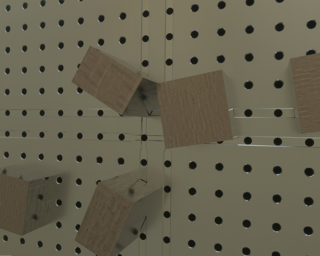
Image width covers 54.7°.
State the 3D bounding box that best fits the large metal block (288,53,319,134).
[{"bbox_3d":[0.188,-0.039,0.333,0.080,0.050,0.080,-8,87,19],"label":"large metal block"}]

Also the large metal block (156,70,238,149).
[{"bbox_3d":[0.047,-0.020,0.382,0.080,0.050,0.080,-9,87,19],"label":"large metal block"}]

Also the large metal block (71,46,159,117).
[{"bbox_3d":[-0.050,-0.057,0.400,0.080,0.080,0.050,33,101,16],"label":"large metal block"}]

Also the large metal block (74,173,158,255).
[{"bbox_3d":[-0.053,0.110,0.401,0.050,0.080,0.080,26,98,18],"label":"large metal block"}]

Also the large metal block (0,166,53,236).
[{"bbox_3d":[-0.220,0.108,0.475,0.080,0.050,0.079,10,93,19],"label":"large metal block"}]
